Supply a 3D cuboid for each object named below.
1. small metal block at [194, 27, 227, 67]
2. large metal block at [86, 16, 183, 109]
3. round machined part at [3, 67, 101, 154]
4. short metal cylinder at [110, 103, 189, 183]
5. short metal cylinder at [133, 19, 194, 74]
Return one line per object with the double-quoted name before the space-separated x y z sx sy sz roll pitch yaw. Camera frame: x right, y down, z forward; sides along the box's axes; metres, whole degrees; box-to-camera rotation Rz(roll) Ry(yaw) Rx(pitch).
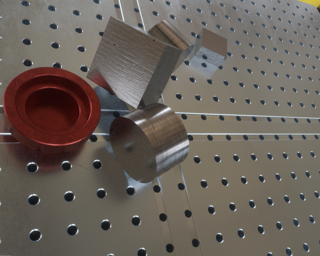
"small metal block" 0.090 -0.142 0.546 0.050 0.025 0.050 20 54 -17
"large metal block" -0.032 -0.079 0.382 0.080 0.080 0.050 32 18 18
"round machined part" -0.119 -0.016 0.343 0.099 0.042 0.098 14 56 -21
"short metal cylinder" -0.013 0.016 0.357 0.050 0.080 0.080 -26 76 -37
"short metal cylinder" 0.002 -0.105 0.440 0.050 0.080 0.080 45 51 3
